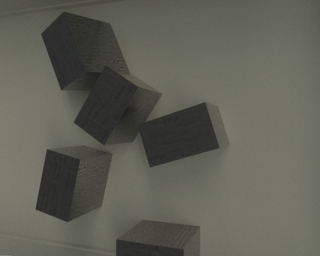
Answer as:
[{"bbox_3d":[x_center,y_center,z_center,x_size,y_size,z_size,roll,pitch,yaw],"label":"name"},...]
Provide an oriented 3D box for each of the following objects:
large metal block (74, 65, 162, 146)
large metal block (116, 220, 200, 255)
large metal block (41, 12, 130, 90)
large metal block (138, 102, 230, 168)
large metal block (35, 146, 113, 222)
[{"bbox_3d":[-0.051,-0.027,0.399,0.050,0.080,0.080,35,101,16],"label":"large metal block"},{"bbox_3d":[0.001,0.153,0.381,0.080,0.080,0.050,1,90,20],"label":"large metal block"},{"bbox_3d":[-0.096,-0.097,0.410,0.050,0.081,0.080,-27,81,33],"label":"large metal block"},{"bbox_3d":[0.032,0.008,0.370,0.080,0.080,0.050,-18,84,19],"label":"large metal block"},{"bbox_3d":[-0.114,0.071,0.421,0.050,0.080,0.080,14,95,19],"label":"large metal block"}]
